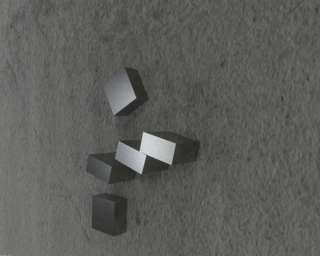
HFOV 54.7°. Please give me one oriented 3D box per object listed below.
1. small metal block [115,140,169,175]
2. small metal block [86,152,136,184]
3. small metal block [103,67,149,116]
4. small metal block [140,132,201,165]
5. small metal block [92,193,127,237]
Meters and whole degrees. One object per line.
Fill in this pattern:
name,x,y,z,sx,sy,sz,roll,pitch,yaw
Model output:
small metal block,-0.021,0.036,0.404,0.050,0.050,0.025,23,105,37
small metal block,-0.068,0.056,0.443,0.050,0.050,0.025,20,103,38
small metal block,-0.049,-0.051,0.444,0.050,0.025,0.050,-33,70,34
small metal block,0.013,0.023,0.377,0.050,0.050,0.025,18,102,38
small metal block,-0.076,0.129,0.465,0.050,0.025,0.050,3,92,39
